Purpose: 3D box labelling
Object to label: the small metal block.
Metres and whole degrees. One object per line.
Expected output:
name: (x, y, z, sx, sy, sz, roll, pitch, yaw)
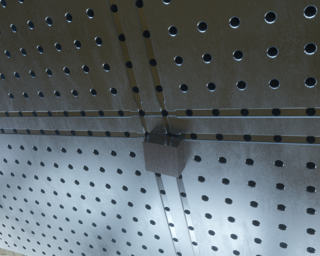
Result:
small metal block: (0.006, 0.037, 0.430, 0.050, 0.025, 0.050, 9, 123, 23)
